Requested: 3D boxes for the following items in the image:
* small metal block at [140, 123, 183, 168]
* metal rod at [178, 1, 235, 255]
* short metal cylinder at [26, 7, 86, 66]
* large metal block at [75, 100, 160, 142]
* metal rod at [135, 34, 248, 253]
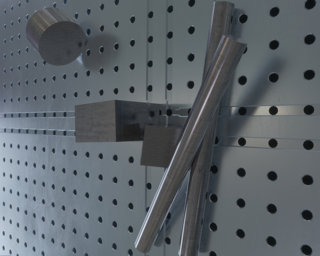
[{"bbox_3d":[0.003,0.022,0.389,0.050,0.025,0.050,7,96,-6],"label":"small metal block"},{"bbox_3d":[0.053,0.008,0.365,0.025,0.025,0.298,12,98,39],"label":"metal rod"},{"bbox_3d":[-0.173,-0.152,0.517,0.050,0.081,0.080,46,117,30],"label":"short metal cylinder"},{"bbox_3d":[-0.057,-0.007,0.421,0.080,0.081,0.050,-3,88,40],"label":"large metal block"},{"bbox_3d":[0.024,0.039,0.360,0.025,0.025,0.298,40,123,32],"label":"metal rod"}]
